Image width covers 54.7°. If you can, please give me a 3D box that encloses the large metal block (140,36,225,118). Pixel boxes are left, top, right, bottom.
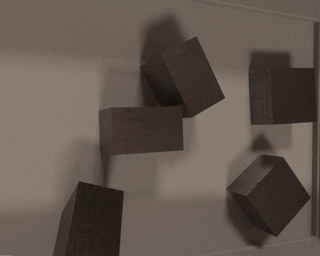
[{"bbox_3d":[0.025,-0.059,0.392,0.050,0.080,0.080,-30,100,-18],"label":"large metal block"}]

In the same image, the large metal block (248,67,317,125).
[{"bbox_3d":[0.184,-0.047,0.467,0.081,0.050,0.079,-3,91,-20],"label":"large metal block"}]

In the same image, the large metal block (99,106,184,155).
[{"bbox_3d":[-0.026,0.002,0.373,0.081,0.080,0.050,-2,91,-20],"label":"large metal block"}]

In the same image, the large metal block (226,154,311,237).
[{"bbox_3d":[0.160,0.097,0.458,0.080,0.050,0.080,-41,103,-16],"label":"large metal block"}]

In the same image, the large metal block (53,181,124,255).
[{"bbox_3d":[-0.080,0.117,0.335,0.050,0.080,0.080,17,46,-20],"label":"large metal block"}]
